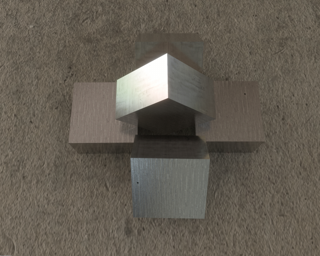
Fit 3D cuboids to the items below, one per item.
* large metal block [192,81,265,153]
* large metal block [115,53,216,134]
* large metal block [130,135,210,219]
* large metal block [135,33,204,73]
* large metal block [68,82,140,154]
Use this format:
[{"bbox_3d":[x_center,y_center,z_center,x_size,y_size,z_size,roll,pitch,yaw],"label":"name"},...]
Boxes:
[{"bbox_3d":[0.082,-0.013,0.399,0.081,0.050,0.080,0,70,-1],"label":"large metal block"},{"bbox_3d":[0.007,-0.033,0.357,0.080,0.080,0.050,-19,64,40],"label":"large metal block"},{"bbox_3d":[0.011,0.055,0.354,0.081,0.079,0.050,1,27,1],"label":"large metal block"},{"bbox_3d":[0.011,-0.094,0.408,0.081,0.080,0.050,0,114,0],"label":"large metal block"},{"bbox_3d":[-0.067,-0.012,0.399,0.081,0.050,0.080,0,70,-1],"label":"large metal block"}]
